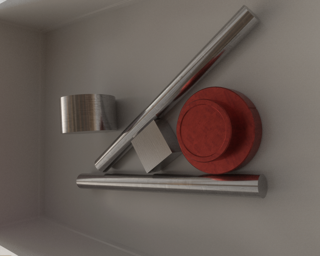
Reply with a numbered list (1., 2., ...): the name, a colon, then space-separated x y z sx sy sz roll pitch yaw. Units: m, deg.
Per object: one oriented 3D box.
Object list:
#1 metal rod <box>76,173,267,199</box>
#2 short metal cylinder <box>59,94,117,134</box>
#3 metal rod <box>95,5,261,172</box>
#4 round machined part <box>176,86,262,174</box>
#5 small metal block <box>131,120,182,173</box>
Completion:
1. metal rod: -0.010 0.073 0.411 0.300 0.025 0.025 -7 86 39
2. short metal cylinder: -0.104 -0.018 0.453 0.080 0.081 0.050 -6 86 39
3. metal rod: 0.004 -0.031 0.400 0.299 0.025 0.025 -44 64 31
4. round machined part: 0.058 0.003 0.343 0.098 0.042 0.097 0 90 39
5. small metal block: -0.004 0.024 0.406 0.050 0.025 0.050 -43 65 31
